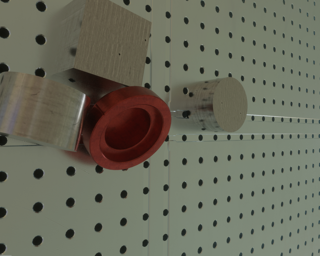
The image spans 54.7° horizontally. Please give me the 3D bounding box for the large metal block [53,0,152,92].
[{"bbox_3d":[-0.062,-0.089,0.341,0.081,0.050,0.080,14,81,-39],"label":"large metal block"}]

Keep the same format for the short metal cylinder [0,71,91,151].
[{"bbox_3d":[-0.109,-0.012,0.282,0.080,0.080,0.050,21,77,-38],"label":"short metal cylinder"}]

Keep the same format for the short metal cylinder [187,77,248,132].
[{"bbox_3d":[0.087,-0.034,0.465,0.081,0.050,0.080,0,90,-40],"label":"short metal cylinder"}]

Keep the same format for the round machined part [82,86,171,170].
[{"bbox_3d":[-0.040,-0.004,0.346,0.099,0.042,0.097,-22,135,-24],"label":"round machined part"}]
